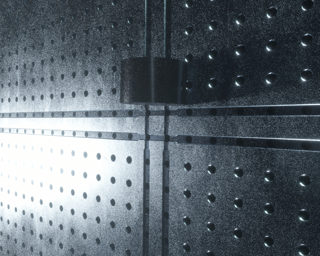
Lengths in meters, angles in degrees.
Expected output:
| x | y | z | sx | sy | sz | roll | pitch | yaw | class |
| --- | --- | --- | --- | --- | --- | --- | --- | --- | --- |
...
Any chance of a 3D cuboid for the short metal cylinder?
| x | y | z | sx | sy | sz | roll | pitch | yaw | class |
| --- | --- | --- | --- | --- | --- | --- | --- | --- | --- |
| -0.008 | -0.054 | 0.378 | 0.080 | 0.081 | 0.050 | 3 | 92 | 39 | short metal cylinder |
